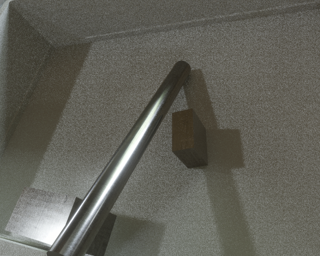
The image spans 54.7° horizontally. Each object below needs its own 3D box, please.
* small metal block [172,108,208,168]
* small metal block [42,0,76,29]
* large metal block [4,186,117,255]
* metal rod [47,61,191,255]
[{"bbox_3d":[0.035,0.013,0.362,0.025,0.050,0.050,-12,57,21],"label":"small metal block"},{"bbox_3d":[-0.212,-0.242,0.649,0.025,0.050,0.050,-46,51,-3],"label":"small metal block"},{"bbox_3d":[-0.111,0.110,0.360,0.080,0.080,0.050,3,63,29],"label":"large metal block"},{"bbox_3d":[-0.020,0.006,0.335,0.025,0.025,0.301,-2,37,27],"label":"metal rod"}]
